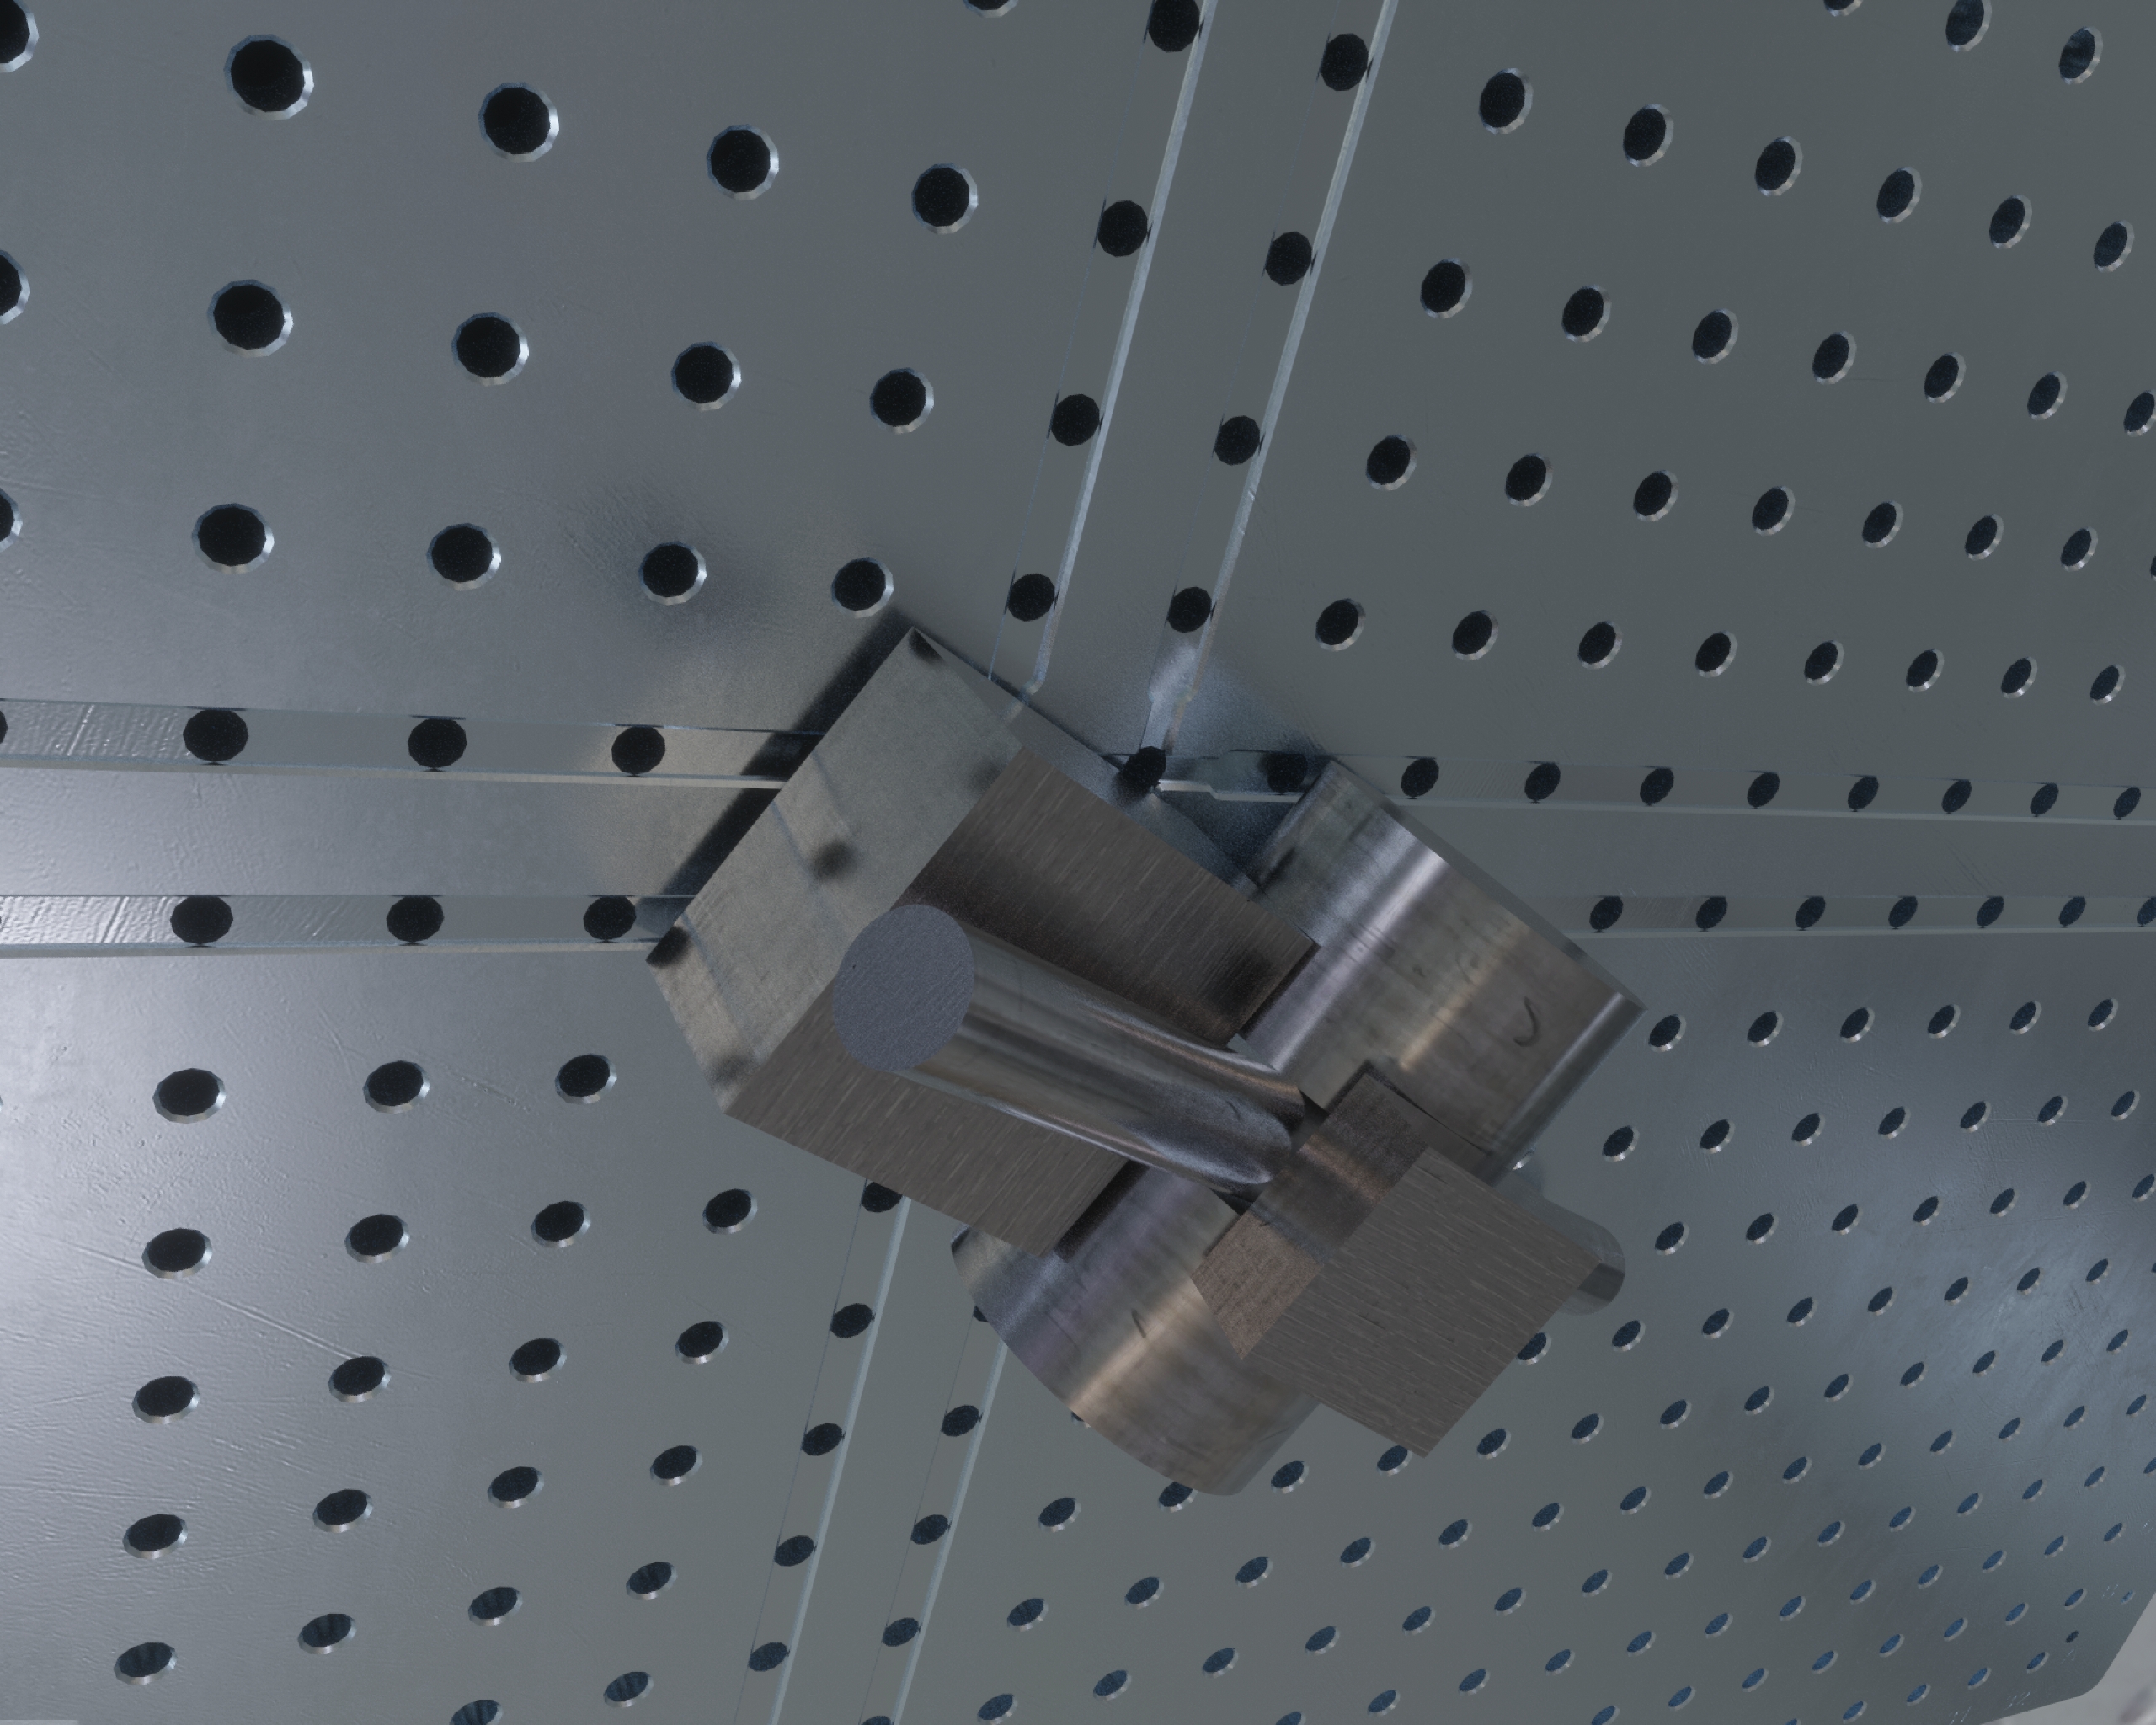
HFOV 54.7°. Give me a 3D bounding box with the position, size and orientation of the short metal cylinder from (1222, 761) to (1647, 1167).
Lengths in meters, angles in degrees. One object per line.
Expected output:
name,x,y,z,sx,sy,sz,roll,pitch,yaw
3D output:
short metal cylinder,0.067,0.023,0.423,0.080,0.080,0.050,31,101,-38

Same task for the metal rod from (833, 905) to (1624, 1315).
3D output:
metal rod,0.052,0.062,0.423,0.025,0.025,0.301,-50,144,7

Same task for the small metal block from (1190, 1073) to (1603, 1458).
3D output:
small metal block,0.058,0.075,0.383,0.050,0.025,0.050,35,99,-30

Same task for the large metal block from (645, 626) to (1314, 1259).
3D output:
large metal block,-0.018,0.017,0.388,0.080,0.050,0.080,33,100,-39

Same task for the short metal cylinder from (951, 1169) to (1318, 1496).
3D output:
short metal cylinder,0.021,0.084,0.434,0.080,0.080,0.050,34,99,-39
